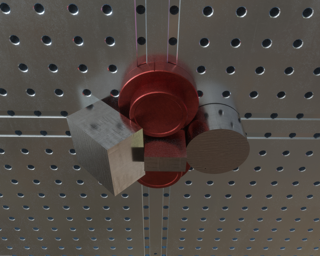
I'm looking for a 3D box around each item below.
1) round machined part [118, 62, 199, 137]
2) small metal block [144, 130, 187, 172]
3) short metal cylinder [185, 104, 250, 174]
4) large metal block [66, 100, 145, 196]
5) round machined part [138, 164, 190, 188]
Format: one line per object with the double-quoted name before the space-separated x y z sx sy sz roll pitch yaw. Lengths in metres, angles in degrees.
"round machined part" -0.002 -0.027 0.377 0.099 0.042 0.097 0 130 0
"small metal block" 0.006 0.027 0.390 0.050 0.050 0.025 1 130 -1
"short metal cylinder" 0.072 0.015 0.407 0.081 0.050 0.079 0 130 0
"large metal block" -0.066 0.024 0.387 0.050 0.080 0.079 -33 140 -32
"round machined part" -0.003 0.049 0.442 0.099 0.042 0.097 0 130 0
